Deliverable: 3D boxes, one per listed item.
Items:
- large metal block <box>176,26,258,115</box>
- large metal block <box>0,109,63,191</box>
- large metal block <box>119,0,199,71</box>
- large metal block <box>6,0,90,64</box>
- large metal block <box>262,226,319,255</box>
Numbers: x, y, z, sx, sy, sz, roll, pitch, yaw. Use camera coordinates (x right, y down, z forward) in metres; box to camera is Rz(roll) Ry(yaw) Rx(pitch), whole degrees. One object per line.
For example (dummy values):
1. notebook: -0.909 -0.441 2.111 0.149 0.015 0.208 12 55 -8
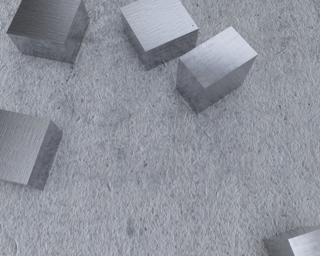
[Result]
1. large metal block: 0.070 -0.072 0.406 0.080 0.080 0.050 -33 74 -11
2. large metal block: -0.179 0.027 0.384 0.080 0.050 0.080 12 70 4
3. large metal block: -0.002 -0.142 0.446 0.080 0.050 0.080 -26 72 -9
4. large metal block: -0.157 -0.147 0.447 0.080 0.050 0.080 12 70 4
5. large metal block: 0.159 0.150 0.325 0.050 0.080 0.080 -16 71 -6
